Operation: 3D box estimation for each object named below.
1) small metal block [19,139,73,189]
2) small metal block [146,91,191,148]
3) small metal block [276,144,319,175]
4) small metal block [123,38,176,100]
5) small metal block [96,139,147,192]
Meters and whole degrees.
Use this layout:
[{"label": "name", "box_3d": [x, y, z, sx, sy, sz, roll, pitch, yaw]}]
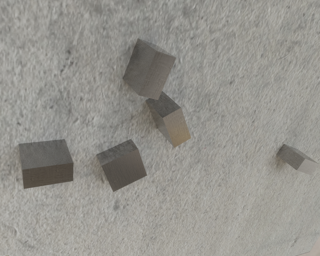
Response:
[{"label": "small metal block", "box_3d": [-0.128, 0.038, 0.345, 0.050, 0.050, 0.025, -6, 121, -26]}, {"label": "small metal block", "box_3d": [0.011, -0.011, 0.391, 0.025, 0.050, 0.050, -30, 129, -10]}, {"label": "small metal block", "box_3d": [0.252, 0.057, 0.567, 0.050, 0.050, 0.025, 18, 109, -36]}, {"label": "small metal block", "box_3d": [-0.013, -0.066, 0.344, 0.025, 0.050, 0.050, 11, 113, -34]}, {"label": "small metal block", "box_3d": [-0.050, 0.050, 0.412, 0.050, 0.025, 0.050, -25, 128, -14]}]
